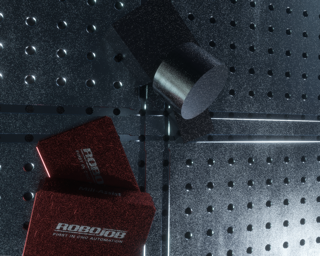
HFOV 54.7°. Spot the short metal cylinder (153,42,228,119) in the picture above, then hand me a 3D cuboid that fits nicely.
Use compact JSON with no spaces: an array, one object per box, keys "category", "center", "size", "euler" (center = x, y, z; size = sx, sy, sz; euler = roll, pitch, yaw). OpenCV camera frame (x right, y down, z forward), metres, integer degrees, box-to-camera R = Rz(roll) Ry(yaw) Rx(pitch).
[{"category":"short metal cylinder","center":[0.038,-0.057,0.382],"size":[0.080,0.080,0.050],"euler":[-40,65,-16]}]

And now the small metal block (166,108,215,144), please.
[{"category":"small metal block","center":[0.042,-0.011,0.429],"size":[0.050,0.025,0.050],"euler":[-20,97,-19]}]

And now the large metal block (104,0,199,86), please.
[{"category":"large metal block","center":[-0.011,-0.111,0.396],"size":[0.080,0.050,0.080],"euler":[-40,103,-16]}]

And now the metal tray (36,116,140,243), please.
[{"category":"metal tray","center":[-0.082,0.060,0.380],"size":[0.091,0.030,0.129],"euler":[-23,98,-19]}]

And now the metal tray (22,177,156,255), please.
[{"category":"metal tray","center":[-0.080,0.112,0.358],"size":[0.131,0.030,0.089],"euler":[13,104,-16]}]
